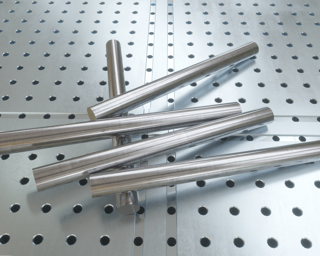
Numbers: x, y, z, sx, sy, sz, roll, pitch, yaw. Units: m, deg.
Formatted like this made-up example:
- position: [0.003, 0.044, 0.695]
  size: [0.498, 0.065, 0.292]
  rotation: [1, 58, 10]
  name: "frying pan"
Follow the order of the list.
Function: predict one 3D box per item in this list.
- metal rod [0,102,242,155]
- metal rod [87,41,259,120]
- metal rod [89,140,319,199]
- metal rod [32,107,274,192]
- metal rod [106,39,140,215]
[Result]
- position: [-0.035, -0.003, 0.379]
  size: [0.302, 0.025, 0.025]
  rotation: [-8, 50, -20]
  name: "metal rod"
- position: [0.036, -0.074, 0.450]
  size: [0.302, 0.025, 0.025]
  rotation: [-26, 55, -28]
  name: "metal rod"
- position: [0.075, 0.042, 0.353]
  size: [0.302, 0.025, 0.025]
  rotation: [-7, 50, -13]
  name: "metal rod"
- position: [0.010, 0.018, 0.368]
  size: [0.302, 0.025, 0.025]
  rotation: [-14, 51, -21]
  name: "metal rod"
- position: [-0.056, -0.026, 0.429]
  size: [0.025, 0.025, 0.300]
  rotation: [-7, 50, -6]
  name: "metal rod"
